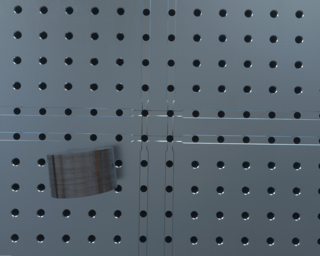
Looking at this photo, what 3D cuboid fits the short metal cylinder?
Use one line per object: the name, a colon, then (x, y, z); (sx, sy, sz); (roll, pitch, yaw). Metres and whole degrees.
short metal cylinder: (-0.096, 0.053, 0.385); (0.080, 0.080, 0.050); (-6, 90, 0)
